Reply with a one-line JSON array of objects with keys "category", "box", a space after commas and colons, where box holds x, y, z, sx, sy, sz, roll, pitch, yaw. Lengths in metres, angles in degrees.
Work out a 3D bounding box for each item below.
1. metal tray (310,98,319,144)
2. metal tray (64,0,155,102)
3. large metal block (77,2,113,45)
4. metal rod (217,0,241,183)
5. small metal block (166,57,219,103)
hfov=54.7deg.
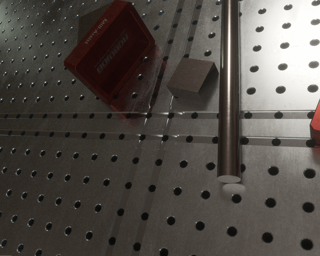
[{"category": "metal tray", "box": [0.219, -0.036, 0.313, 0.090, 0.030, 0.130, 17, 70, 34]}, {"category": "metal tray", "box": [-0.072, -0.116, 0.473, 0.030, 0.090, 0.130, 27, 76, 37]}, {"category": "large metal block", "box": [-0.094, -0.165, 0.541, 0.080, 0.050, 0.080, -19, 55, 17]}, {"category": "metal rod", "box": [0.091, -0.075, 0.405, 0.025, 0.025, 0.299, -7, 59, 24]}, {"category": "small metal block", "box": [0.045, -0.066, 0.424, 0.050, 0.025, 0.050, 17, 70, 34]}]
